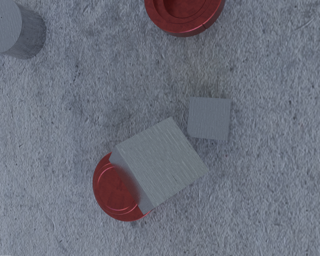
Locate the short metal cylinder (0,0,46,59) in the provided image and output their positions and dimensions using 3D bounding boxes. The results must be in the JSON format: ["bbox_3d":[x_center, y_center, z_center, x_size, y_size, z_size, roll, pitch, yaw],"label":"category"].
[{"bbox_3d":[-0.224,-0.149,0.473,0.080,0.050,0.079,0,90,19],"label":"short metal cylinder"}]

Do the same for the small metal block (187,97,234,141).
[{"bbox_3d":[0.063,-0.012,0.386,0.050,0.025,0.050,5,92,19],"label":"small metal block"}]

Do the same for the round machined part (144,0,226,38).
[{"bbox_3d":[0.033,-0.162,0.388,0.098,0.042,0.097,0,90,19],"label":"round machined part"}]

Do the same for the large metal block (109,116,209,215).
[{"bbox_3d":[-0.003,0.045,0.374,0.081,0.050,0.080,-29,77,-27],"label":"large metal block"}]

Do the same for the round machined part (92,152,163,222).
[{"bbox_3d":[-0.048,0.078,0.416,0.098,0.042,0.097,0,90,19],"label":"round machined part"}]
